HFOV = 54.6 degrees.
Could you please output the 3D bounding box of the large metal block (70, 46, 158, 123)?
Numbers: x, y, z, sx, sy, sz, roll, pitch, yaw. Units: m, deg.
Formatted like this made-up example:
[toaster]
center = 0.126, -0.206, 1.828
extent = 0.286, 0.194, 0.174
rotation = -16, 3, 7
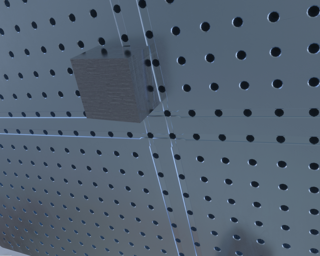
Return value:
[large metal block]
center = -0.055, -0.056, 0.390
extent = 0.080, 0.050, 0.080
rotation = 5, 121, 25
